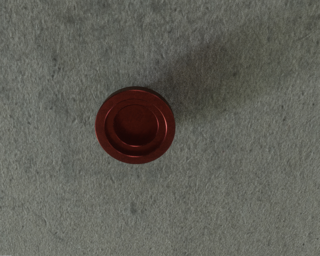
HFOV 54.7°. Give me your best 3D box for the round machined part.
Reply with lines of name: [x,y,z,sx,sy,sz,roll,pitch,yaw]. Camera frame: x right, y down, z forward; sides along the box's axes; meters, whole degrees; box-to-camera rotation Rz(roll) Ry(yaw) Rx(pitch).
round machined part: [-0.030,-0.006,0.398,0.099,0.042,0.097,0,110,-1]
